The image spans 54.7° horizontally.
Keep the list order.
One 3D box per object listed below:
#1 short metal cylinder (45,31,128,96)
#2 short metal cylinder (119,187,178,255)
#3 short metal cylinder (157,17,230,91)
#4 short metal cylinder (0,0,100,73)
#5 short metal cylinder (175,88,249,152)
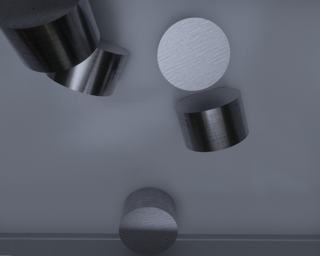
[{"bbox_3d":[-0.083,-0.076,0.353,0.080,0.080,0.050,21,109,-8],"label":"short metal cylinder"},{"bbox_3d":[-0.016,0.133,0.447,0.081,0.050,0.079,0,110,-1],"label":"short metal cylinder"},{"bbox_3d":[0.037,-0.089,0.366,0.081,0.050,0.079,0,110,-1],"label":"short metal cylinder"},{"bbox_3d":[-0.101,-0.097,0.284,0.080,0.080,0.050,-8,146,2],"label":"short metal cylinder"},{"bbox_3d":[0.063,-0.012,0.379,0.080,0.080,0.050,-15,110,5],"label":"short metal cylinder"}]
